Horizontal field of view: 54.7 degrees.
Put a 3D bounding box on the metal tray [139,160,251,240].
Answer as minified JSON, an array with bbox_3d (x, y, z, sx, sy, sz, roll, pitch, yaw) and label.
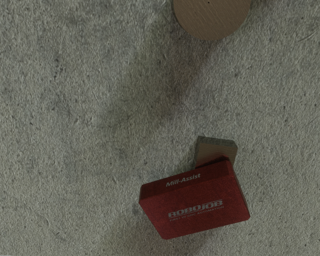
[{"bbox_3d":[0.048,0.103,0.428,0.130,0.030,0.090,-19,121,13],"label":"metal tray"}]

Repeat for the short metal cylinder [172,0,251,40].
[{"bbox_3d":[0.054,-0.141,0.345,0.081,0.050,0.079,0,110,0],"label":"short metal cylinder"}]

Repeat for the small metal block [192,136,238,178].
[{"bbox_3d":[0.074,0.041,0.426,0.050,0.025,0.050,8,110,-3],"label":"small metal block"}]
